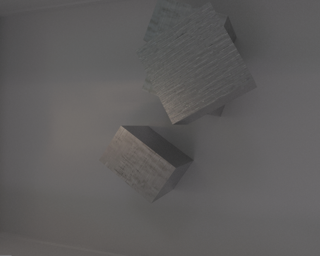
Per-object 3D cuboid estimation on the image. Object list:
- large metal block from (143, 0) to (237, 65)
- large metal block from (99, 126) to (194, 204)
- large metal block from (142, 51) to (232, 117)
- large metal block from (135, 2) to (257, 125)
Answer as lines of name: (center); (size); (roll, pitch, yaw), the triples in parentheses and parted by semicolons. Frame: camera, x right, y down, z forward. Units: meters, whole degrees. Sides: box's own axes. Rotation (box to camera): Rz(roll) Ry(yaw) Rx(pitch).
large metal block: (0.039, -0.106, 0.367); (0.080, 0.080, 0.050); (23, 98, 18)
large metal block: (-0.014, 0.040, 0.386); (0.080, 0.080, 0.050); (37, 102, 16)
large metal block: (0.037, -0.052, 0.368); (0.080, 0.080, 0.050); (22, 98, 18)
large metal block: (0.036, -0.057, 0.299); (0.080, 0.050, 0.080); (-29, 81, 17)
